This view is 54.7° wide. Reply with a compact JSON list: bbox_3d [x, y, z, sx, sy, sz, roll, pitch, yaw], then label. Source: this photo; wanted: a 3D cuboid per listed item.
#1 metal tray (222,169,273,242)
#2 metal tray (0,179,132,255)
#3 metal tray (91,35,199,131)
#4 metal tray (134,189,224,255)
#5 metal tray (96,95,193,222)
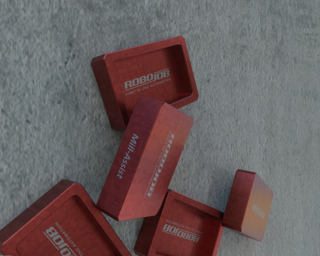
[{"bbox_3d":[0.148,0.130,0.507,0.130,0.030,0.090,39,65,-50],"label":"metal tray"},{"bbox_3d":[-0.092,0.131,0.325,0.090,0.030,0.130,-42,116,-32],"label":"metal tray"},{"bbox_3d":[-0.013,-0.059,0.392,0.131,0.030,0.089,-26,107,-37],"label":"metal tray"},{"bbox_3d":[0.034,0.145,0.432,0.131,0.030,0.090,31,71,-36],"label":"metal tray"},{"bbox_3d":[-0.012,0.036,0.354,0.090,0.030,0.129,22,89,-61],"label":"metal tray"}]
